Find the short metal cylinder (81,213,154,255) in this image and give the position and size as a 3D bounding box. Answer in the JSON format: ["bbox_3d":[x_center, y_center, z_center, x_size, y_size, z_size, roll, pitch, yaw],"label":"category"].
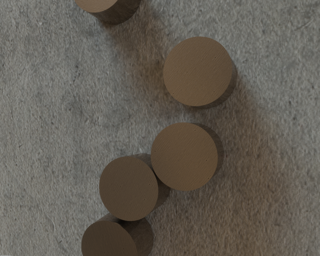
[{"bbox_3d":[-0.055,0.153,0.411,0.080,0.050,0.079,2,96,20],"label":"short metal cylinder"}]

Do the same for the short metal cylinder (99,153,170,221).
[{"bbox_3d":[-0.031,0.075,0.406,0.080,0.050,0.079,0,90,19],"label":"short metal cylinder"}]

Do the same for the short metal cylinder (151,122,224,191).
[{"bbox_3d":[0.035,0.033,0.383,0.080,0.050,0.079,0,90,19],"label":"short metal cylinder"}]

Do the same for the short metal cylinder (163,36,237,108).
[{"bbox_3d":[0.050,-0.065,0.378,0.080,0.050,0.079,0,90,19],"label":"short metal cylinder"}]

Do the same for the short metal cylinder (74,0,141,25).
[{"bbox_3d":[-0.071,-0.188,0.420,0.080,0.050,0.079,0,90,19],"label":"short metal cylinder"}]
